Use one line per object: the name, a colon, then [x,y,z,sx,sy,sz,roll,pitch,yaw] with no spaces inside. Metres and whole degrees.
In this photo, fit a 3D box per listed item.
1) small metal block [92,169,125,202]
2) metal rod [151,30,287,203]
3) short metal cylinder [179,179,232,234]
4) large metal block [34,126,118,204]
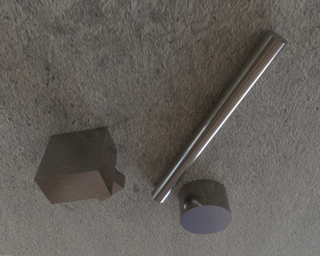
small metal block: [-0.090,0.082,0.476,0.050,0.025,0.050,-34,123,25]
metal rod: [0.061,0.007,0.413,0.025,0.025,0.298,19,127,-16]
short metal cylinder: [0.072,0.128,0.501,0.081,0.050,0.079,0,130,0]
large metal block: [-0.106,0.048,0.411,0.080,0.080,0.050,-9,130,7]
